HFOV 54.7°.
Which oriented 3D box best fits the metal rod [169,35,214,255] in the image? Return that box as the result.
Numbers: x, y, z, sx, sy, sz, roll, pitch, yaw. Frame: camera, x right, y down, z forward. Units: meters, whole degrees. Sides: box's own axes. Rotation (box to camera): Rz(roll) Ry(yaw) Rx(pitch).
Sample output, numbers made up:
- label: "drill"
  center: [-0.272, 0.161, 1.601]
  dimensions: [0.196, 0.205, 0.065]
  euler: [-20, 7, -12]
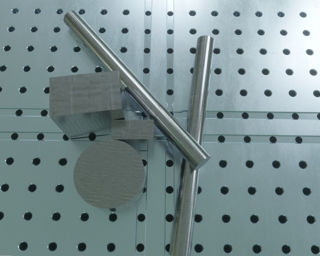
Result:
- label: "metal rod"
  center: [0.045, 0.009, 0.408]
  dimensions: [0.025, 0.025, 0.299]
  euler: [8, 70, 3]

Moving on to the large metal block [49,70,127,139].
- label: "large metal block"
  center: [-0.086, -0.027, 0.392]
  dimensions: [0.081, 0.080, 0.050]
  euler: [-7, 70, -3]

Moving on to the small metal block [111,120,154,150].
- label: "small metal block"
  center: [-0.033, 0.010, 0.394]
  dimensions: [0.050, 0.050, 0.025]
  euler: [-1, 70, 0]

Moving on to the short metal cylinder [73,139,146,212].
- label: "short metal cylinder"
  center: [-0.058, 0.059, 0.376]
  dimensions: [0.081, 0.050, 0.080]
  euler: [0, 70, 0]

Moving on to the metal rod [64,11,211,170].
- label: "metal rod"
  center: [-0.042, -0.063, 0.419]
  dimensions: [0.025, 0.025, 0.300]
  euler: [-37, 69, -12]
